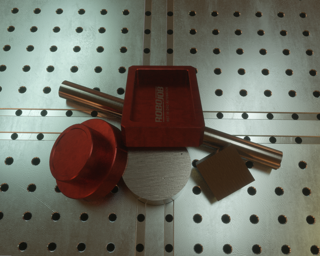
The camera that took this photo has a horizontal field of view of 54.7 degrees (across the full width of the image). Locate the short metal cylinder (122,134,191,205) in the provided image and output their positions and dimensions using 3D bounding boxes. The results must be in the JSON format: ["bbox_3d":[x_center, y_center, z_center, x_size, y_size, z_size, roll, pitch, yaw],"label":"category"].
[{"bbox_3d":[-0.004,0.050,0.376,0.081,0.050,0.080,0,70,0],"label":"short metal cylinder"}]

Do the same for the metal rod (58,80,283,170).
[{"bbox_3d":[0.009,-0.006,0.410,0.301,0.025,0.025,19,71,6],"label":"metal rod"}]

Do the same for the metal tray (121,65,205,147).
[{"bbox_3d":[0.003,-0.032,0.386,0.091,0.030,0.130,0,41,-1],"label":"metal tray"}]

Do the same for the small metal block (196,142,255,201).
[{"bbox_3d":[0.078,0.052,0.377,0.050,0.025,0.050,-31,89,6],"label":"small metal block"}]

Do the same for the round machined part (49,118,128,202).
[{"bbox_3d":[-0.089,0.033,0.361,0.098,0.042,0.098,-15,61,29],"label":"round machined part"}]
